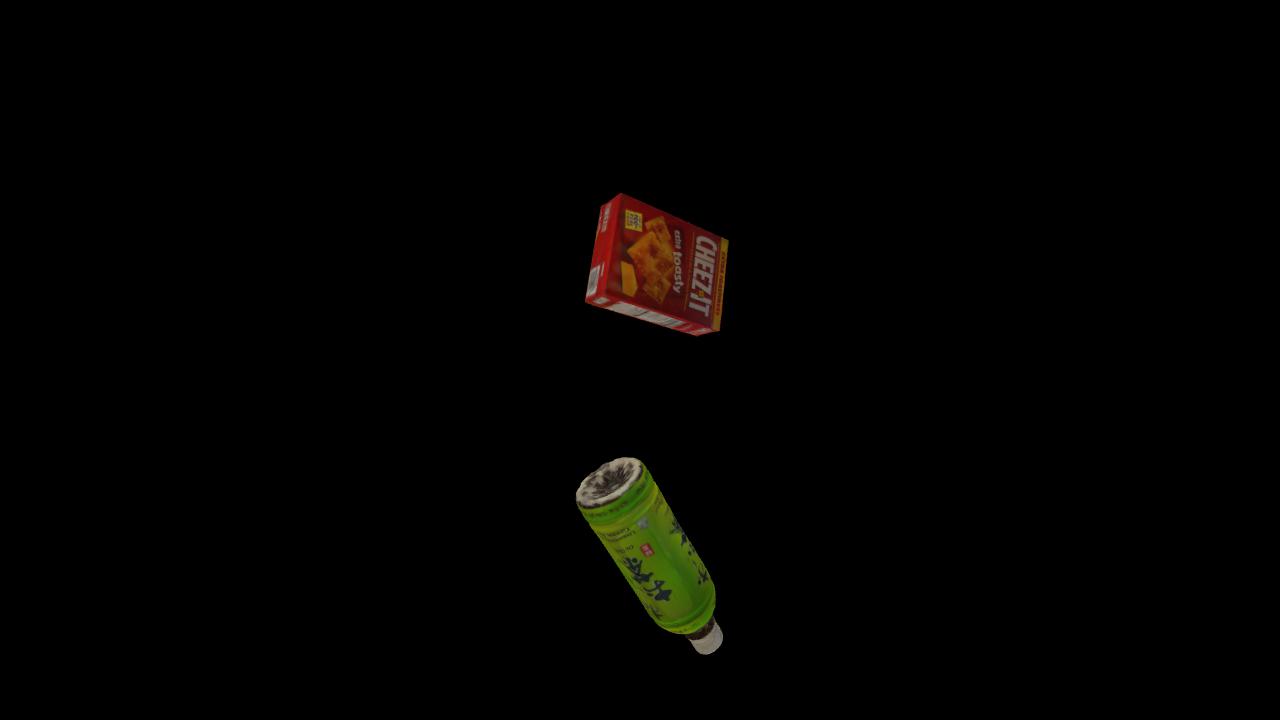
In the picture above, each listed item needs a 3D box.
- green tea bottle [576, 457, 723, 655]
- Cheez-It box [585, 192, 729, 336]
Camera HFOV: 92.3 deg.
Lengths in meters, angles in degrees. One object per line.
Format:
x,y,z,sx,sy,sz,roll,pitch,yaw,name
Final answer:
0.020,0.189,0.568,0.073,0.212,0.073,-26,22,11,green tea bottle
0.033,-0.144,0.983,0.223,0.166,0.071,16,-15,-31,Cheez-It box
